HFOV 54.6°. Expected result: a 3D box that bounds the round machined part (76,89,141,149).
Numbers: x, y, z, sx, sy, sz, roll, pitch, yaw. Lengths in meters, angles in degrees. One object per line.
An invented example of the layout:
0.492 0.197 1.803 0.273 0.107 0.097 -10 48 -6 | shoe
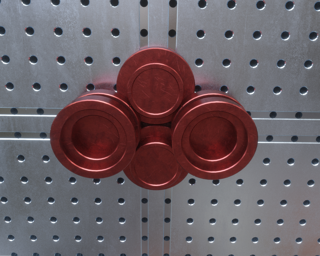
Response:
-0.073 -0.003 0.402 0.099 0.042 0.097 0 110 0 | round machined part

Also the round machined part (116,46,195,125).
-0.005 -0.050 0.386 0.099 0.042 0.097 0 110 0 | round machined part

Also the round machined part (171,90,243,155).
0.063 -0.003 0.403 0.099 0.042 0.097 0 110 0 | round machined part

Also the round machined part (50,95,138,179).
-0.076 0.008 0.372 0.099 0.042 0.097 0 110 0 | round machined part

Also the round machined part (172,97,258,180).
0.063 0.010 0.373 0.099 0.042 0.097 0 110 0 | round machined part

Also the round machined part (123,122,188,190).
-0.005 0.043 0.419 0.099 0.042 0.097 0 110 0 | round machined part
